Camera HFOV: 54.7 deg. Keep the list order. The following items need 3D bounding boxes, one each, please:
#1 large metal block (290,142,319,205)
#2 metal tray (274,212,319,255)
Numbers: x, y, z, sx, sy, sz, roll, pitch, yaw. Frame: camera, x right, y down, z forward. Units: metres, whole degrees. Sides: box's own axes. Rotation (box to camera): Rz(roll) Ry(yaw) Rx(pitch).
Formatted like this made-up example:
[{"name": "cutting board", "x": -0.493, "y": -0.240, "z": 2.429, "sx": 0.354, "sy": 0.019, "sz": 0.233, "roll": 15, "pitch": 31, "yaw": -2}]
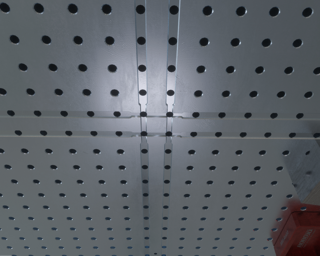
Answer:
[{"name": "large metal block", "x": 0.257, "y": 0.072, "z": 0.459, "sx": 0.081, "sy": 0.050, "sz": 0.079, "roll": 9, "pitch": 130, "yaw": -8}, {"name": "metal tray", "x": 0.281, "y": 0.210, "z": 0.590, "sx": 0.091, "sy": 0.030, "sz": 0.129, "roll": 1, "pitch": 130, "yaw": -2}]
